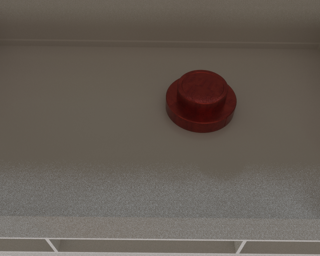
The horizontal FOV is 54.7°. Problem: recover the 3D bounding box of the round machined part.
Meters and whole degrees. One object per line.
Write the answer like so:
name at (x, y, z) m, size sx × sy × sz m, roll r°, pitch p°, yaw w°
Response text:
round machined part at (0.058, -0.044, 0.432) m, size 0.099 × 0.042 × 0.098 m, roll 0°, pitch 50°, yaw 0°
